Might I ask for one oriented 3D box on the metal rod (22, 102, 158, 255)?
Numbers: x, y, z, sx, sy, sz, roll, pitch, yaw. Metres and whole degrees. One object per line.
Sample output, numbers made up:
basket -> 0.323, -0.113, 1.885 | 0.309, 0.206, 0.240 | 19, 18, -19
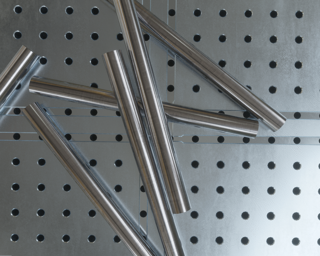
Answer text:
metal rod -> -0.081, 0.091, 0.412 | 0.025, 0.025, 0.300 | -38, 90, 0

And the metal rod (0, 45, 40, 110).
metal rod -> -0.261, 0.017, 0.411 | 0.025, 0.025, 0.300 | 37, 90, 0

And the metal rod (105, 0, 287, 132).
metal rod -> 0.042, -0.097, 0.413 | 0.300, 0.025, 0.025 | 38, 90, 0

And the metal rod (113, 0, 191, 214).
metal rod -> -0.013, -0.041, 0.387 | 0.025, 0.025, 0.299 | -16, 90, 0

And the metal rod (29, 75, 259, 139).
metal rod -> -0.021, -0.028, 0.413 | 0.301, 0.025, 0.025 | 11, 90, 0

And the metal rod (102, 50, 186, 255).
metal rod -> -0.016, 0.050, 0.396 | 0.025, 0.025, 0.299 | -17, 97, 0
